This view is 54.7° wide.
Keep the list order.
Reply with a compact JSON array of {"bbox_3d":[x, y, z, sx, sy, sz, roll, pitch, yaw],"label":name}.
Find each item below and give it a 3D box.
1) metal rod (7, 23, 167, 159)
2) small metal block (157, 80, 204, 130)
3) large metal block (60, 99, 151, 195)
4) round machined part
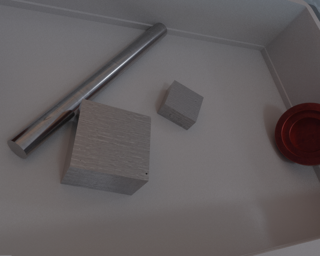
[{"bbox_3d":[-0.072,-0.069,0.409,0.025,0.025,0.301,40,51,-2],"label":"metal rod"},{"bbox_3d":[0.030,-0.033,0.444,0.050,0.025,0.050,29,52,-10],"label":"small metal block"},{"bbox_3d":[-0.058,0.023,0.345,0.081,0.050,0.080,15,56,-21],"label":"large metal block"},{"bbox_3d":[0.238,0.012,0.492,0.042,0.098,0.098,18,48,-57],"label":"round machined part"}]
